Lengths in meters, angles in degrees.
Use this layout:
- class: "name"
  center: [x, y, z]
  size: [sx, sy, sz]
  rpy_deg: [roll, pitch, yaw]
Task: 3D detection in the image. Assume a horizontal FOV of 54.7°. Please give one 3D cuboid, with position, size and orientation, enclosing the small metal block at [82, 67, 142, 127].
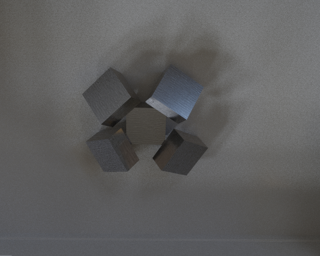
- class: "small metal block"
  center: [-0.060, -0.037, 0.381]
  size: [0.050, 0.025, 0.050]
  rpy_deg: [-41, 68, 14]

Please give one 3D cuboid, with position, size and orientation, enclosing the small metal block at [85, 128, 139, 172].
- class: "small metal block"
  center: [-0.063, 0.030, 0.407]
  size: [0.050, 0.025, 0.050]
  rpy_deg: [-9, 116, 44]

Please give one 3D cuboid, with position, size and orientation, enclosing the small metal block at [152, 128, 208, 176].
- class: "small metal block"
  center: [0.027, 0.033, 0.410]
  size: [0.050, 0.025, 0.050]
  rpy_deg: [19, 113, -44]

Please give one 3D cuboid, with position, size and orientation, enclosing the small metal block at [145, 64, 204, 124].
- class: "small metal block"
  center: [0.018, -0.041, 0.381]
  size: [0.050, 0.025, 0.050]
  rpy_deg: [33, 69, -12]

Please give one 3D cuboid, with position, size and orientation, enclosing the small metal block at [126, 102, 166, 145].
- class: "small metal block"
  center: [-0.018, -0.006, 0.406]
  size: [0.050, 0.025, 0.050]
  rpy_deg: [1, 110, -1]
